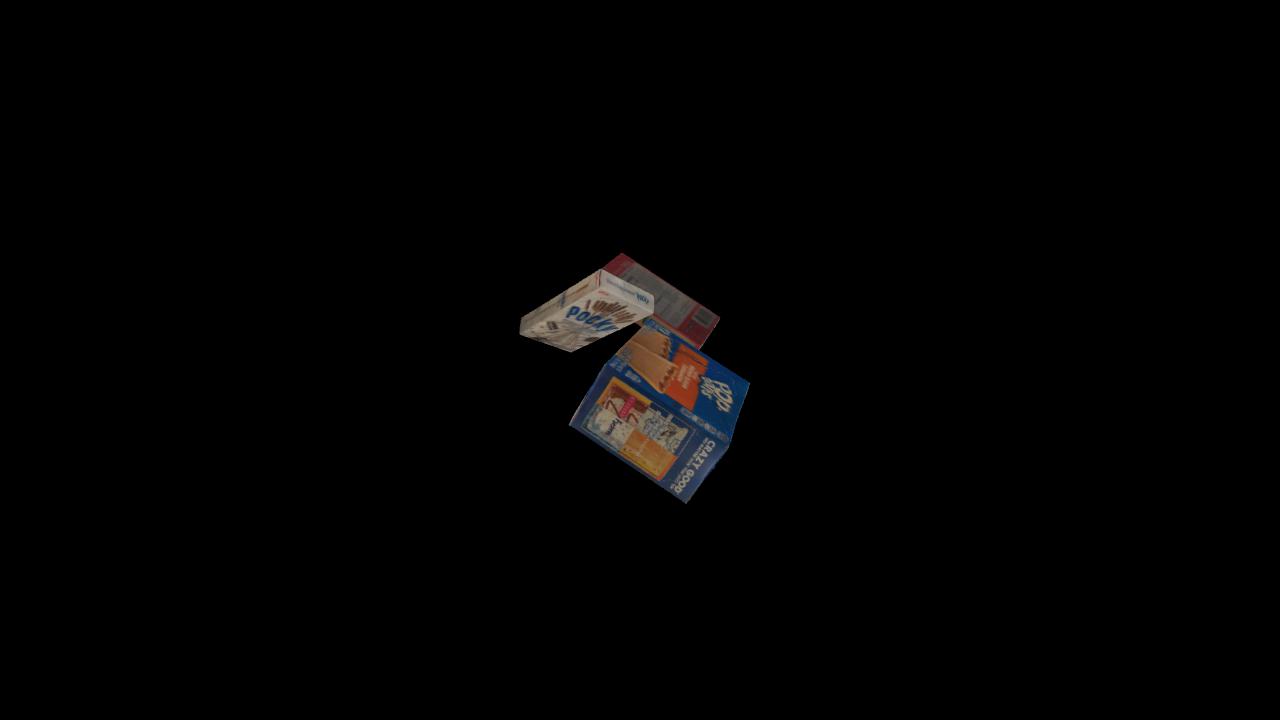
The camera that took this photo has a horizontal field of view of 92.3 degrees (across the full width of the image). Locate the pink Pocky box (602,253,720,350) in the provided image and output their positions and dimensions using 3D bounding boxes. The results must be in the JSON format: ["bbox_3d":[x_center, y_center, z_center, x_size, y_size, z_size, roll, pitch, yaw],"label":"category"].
[{"bbox_3d":[0.019,-0.069,0.763,0.155,0.029,0.084,34,37,4],"label":"pink Pocky box"}]

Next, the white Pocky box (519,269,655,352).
[{"bbox_3d":[-0.065,-0.053,0.723,0.084,0.028,0.154,22,-32,-39],"label":"white Pocky box"}]

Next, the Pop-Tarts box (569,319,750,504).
[{"bbox_3d":[0.029,0.045,0.654,0.141,0.083,0.167,34,25,4],"label":"Pop-Tarts box"}]
